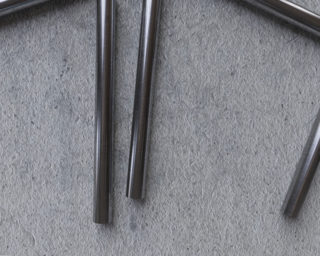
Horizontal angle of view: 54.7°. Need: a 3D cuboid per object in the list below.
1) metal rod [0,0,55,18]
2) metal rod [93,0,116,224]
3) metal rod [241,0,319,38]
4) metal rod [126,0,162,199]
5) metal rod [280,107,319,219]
[{"bbox_3d":[-0.182,-0.169,0.408,0.302,0.025,0.025,-19,90,0],"label":"metal rod"},{"bbox_3d":[-0.073,-0.026,0.409,0.025,0.025,0.298,1,90,0],"label":"metal rod"},{"bbox_3d":[0.105,-0.186,0.410,0.301,0.025,0.025,25,90,0],"label":"metal rod"},{"bbox_3d":[-0.020,-0.058,0.409,0.025,0.025,0.298,5,90,0],"label":"metal rod"},{"bbox_3d":[0.225,-0.024,0.411,0.025,0.025,0.299,21,90,0],"label":"metal rod"}]
